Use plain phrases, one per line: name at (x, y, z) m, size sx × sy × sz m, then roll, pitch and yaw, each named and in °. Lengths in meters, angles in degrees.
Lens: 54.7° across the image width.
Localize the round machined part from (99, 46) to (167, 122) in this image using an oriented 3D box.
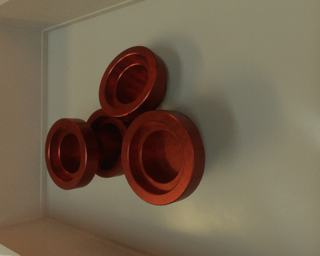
round machined part at (-0.031, -0.054, 0.407) m, size 0.098 × 0.042 × 0.098 m, roll -15°, pitch 63°, yaw 33°

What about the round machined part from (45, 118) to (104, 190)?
round machined part at (-0.117, 0.035, 0.436) m, size 0.098 × 0.042 × 0.097 m, roll 0°, pitch 90°, yaw 40°

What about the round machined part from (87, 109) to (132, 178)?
round machined part at (-0.065, 0.021, 0.448) m, size 0.098 × 0.042 × 0.097 m, roll 0°, pitch 90°, yaw 40°

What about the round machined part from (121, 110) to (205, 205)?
round machined part at (0.007, 0.030, 0.334) m, size 0.098 × 0.042 × 0.097 m, roll 0°, pitch 90°, yaw 40°

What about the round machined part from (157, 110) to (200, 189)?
round machined part at (0.012, 0.027, 0.385) m, size 0.098 × 0.042 × 0.097 m, roll 0°, pitch 90°, yaw 40°
